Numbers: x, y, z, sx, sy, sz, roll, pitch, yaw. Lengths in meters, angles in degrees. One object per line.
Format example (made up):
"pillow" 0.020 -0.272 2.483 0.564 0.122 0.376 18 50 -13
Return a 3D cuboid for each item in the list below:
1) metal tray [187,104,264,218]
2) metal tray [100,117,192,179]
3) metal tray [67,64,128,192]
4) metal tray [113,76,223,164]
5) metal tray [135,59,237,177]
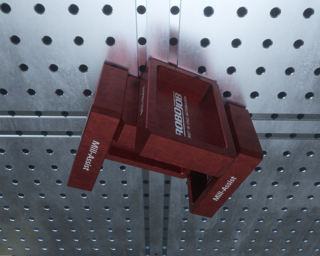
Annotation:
"metal tray" 0.077 0.044 0.406 0.030 0.090 0.129 17 128 -14
"metal tray" -0.006 0.017 0.422 0.131 0.030 0.089 17 128 -15
"metal tray" -0.075 0.001 0.369 0.030 0.090 0.129 17 128 -14
"metal tray" 0.016 -0.007 0.363 0.131 0.090 0.030 17 128 -14
"metal tray" 0.024 -0.016 0.328 0.091 0.130 0.030 17 128 -15
